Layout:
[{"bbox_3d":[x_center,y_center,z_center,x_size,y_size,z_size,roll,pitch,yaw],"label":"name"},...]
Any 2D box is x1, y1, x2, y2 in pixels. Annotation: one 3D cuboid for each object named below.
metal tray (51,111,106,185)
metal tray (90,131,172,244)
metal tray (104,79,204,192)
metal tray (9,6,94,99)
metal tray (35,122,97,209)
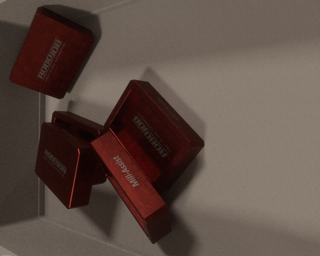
[{"bbox_3d":[-0.136,0.030,0.512,0.130,0.030,0.089,20,102,38],"label":"metal tray"},{"bbox_3d":[-0.037,0.076,0.395,0.130,0.030,0.090,48,161,30],"label":"metal tray"},{"bbox_3d":[-0.014,0.009,0.412,0.130,0.030,0.089,49,119,28],"label":"metal tray"},{"bbox_3d":[-0.176,-0.117,0.504,0.129,0.091,0.030,-52,35,27],"label":"metal tray"},{"bbox_3d":[-0.146,0.052,0.470,0.130,0.030,0.089,25,107,44],"label":"metal tray"}]
